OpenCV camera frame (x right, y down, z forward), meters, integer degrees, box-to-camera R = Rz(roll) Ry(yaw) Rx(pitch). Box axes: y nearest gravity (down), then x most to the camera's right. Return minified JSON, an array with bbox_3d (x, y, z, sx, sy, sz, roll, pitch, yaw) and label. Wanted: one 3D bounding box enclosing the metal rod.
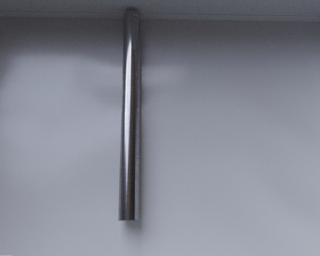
[{"bbox_3d":[-0.040,-0.030,0.420,0.025,0.025,0.299,-1,70,-1],"label":"metal rod"}]
